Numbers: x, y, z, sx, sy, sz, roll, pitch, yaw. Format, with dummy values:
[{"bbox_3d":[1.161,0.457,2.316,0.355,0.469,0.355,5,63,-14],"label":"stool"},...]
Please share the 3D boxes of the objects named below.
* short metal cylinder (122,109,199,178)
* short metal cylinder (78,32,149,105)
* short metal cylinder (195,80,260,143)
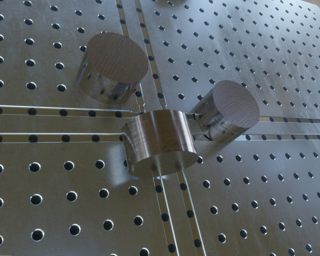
[{"bbox_3d":[-0.001,0.020,0.360,0.081,0.080,0.050,1,61,-28],"label":"short metal cylinder"},{"bbox_3d":[-0.062,-0.077,0.406,0.081,0.050,0.080,14,56,-21],"label":"short metal cylinder"},{"bbox_3d":[0.099,-0.024,0.460,0.081,0.050,0.080,14,56,-21],"label":"short metal cylinder"}]
